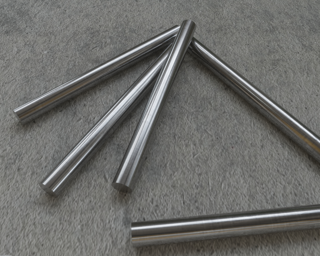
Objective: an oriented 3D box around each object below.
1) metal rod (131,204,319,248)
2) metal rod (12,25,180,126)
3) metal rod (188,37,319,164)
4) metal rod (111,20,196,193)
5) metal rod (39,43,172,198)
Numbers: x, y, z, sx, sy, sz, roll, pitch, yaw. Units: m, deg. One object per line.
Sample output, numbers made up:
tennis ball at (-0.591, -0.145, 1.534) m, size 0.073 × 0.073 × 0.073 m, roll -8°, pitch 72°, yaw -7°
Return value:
metal rod at (0.122, 0.096, 0.322) m, size 0.302 × 0.025 × 0.025 m, roll -4°, pitch 50°, yaw -4°
metal rod at (-0.079, -0.091, 0.479) m, size 0.302 × 0.025 × 0.025 m, roll -35°, pitch 58°, yaw -26°
metal rod at (0.131, -0.050, 0.445) m, size 0.025 × 0.025 × 0.300 m, roll -27°, pitch 55°, yaw -21°
metal rod at (0.002, -0.050, 0.428) m, size 0.025 × 0.025 × 0.300 m, roll 14°, pitch 56°, yaw 11°
metal rod at (-0.049, -0.030, 0.428) m, size 0.025 × 0.025 × 0.301 m, roll 24°, pitch 54°, yaw 19°
